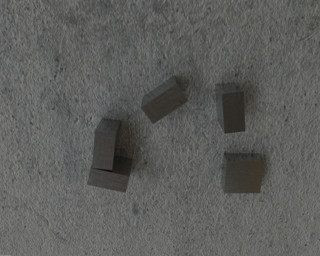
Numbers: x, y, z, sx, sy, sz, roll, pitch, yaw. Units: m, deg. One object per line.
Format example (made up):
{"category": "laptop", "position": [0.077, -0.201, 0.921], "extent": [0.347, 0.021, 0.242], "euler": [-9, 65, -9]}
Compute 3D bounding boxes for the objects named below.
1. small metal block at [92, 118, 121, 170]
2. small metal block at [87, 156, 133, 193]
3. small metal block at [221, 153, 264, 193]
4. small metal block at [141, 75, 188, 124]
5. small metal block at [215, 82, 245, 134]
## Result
{"category": "small metal block", "position": [-0.069, 0.020, 0.403], "extent": [0.025, 0.050, 0.050], "euler": [7, 110, -3]}
{"category": "small metal block", "position": [-0.066, 0.058, 0.417], "extent": [0.050, 0.050, 0.025], "euler": [13, 110, -5]}
{"category": "small metal block", "position": [0.114, 0.063, 0.434], "extent": [0.050, 0.025, 0.050], "euler": [0, 110, 0]}
{"category": "small metal block", "position": [0.005, -0.036, 0.383], "extent": [0.050, 0.050, 0.025], "euler": [-33, 107, 11]}
{"category": "small metal block", "position": [0.087, -0.026, 0.387], "extent": [0.025, 0.050, 0.050], "euler": [-7, 110, 3]}
